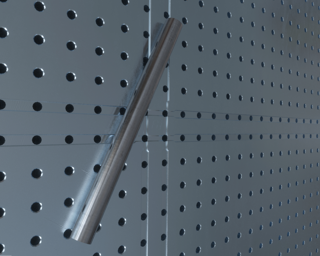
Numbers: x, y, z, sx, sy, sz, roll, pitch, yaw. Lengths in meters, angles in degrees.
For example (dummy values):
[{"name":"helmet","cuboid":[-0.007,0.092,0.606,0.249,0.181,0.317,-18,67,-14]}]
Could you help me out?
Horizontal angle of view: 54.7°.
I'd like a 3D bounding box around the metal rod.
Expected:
[{"name":"metal rod","cuboid":[-0.034,-0.010,0.382,0.025,0.025,0.299,34,69,-35]}]
